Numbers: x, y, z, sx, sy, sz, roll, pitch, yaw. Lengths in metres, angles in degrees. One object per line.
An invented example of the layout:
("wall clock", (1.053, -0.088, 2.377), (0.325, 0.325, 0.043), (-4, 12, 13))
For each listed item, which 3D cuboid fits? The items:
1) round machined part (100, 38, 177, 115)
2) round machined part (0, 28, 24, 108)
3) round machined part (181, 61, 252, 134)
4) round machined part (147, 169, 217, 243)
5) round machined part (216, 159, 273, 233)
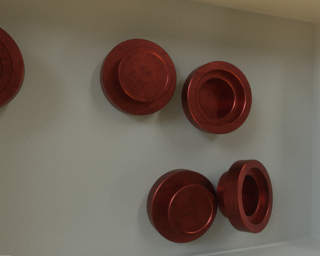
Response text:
("round machined part", (-0.024, -0.065, 0.394), (0.099, 0.042, 0.097), (0, 90, -21))
("round machined part", (-0.197, -0.063, 0.329), (0.099, 0.042, 0.097), (0, 90, -21))
("round machined part", (0.074, -0.040, 0.430), (0.099, 0.042, 0.097), (0, 90, -21))
("round machined part", (0.035, 0.106, 0.416), (0.099, 0.042, 0.097), (0, 90, -21))
("round machined part", (0.115, 0.094, 0.433), (0.099, 0.042, 0.097), (9, 77, -45))
